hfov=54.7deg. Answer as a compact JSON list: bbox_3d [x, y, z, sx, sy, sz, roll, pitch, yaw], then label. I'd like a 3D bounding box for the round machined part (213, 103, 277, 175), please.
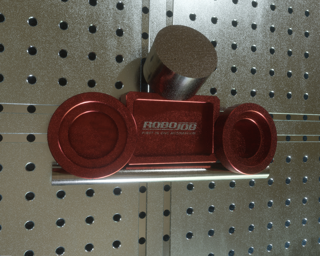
[{"bbox_3d":[0.114,0.015,0.436,0.099,0.042,0.097,1,88,-28],"label":"round machined part"}]

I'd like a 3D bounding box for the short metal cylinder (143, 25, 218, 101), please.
[{"bbox_3d":[0.024,-0.081,0.389,0.081,0.050,0.080,9,61,-16],"label":"short metal cylinder"}]

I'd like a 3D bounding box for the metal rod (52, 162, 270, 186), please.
[{"bbox_3d":[0.015,0.059,0.414,0.302,0.025,0.025,2,90,-20],"label":"metal rod"}]

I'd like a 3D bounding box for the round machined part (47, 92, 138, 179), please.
[{"bbox_3d":[-0.078,0.009,0.366,0.099,0.042,0.097,1,87,-12],"label":"round machined part"}]

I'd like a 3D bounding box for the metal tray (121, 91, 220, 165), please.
[{"bbox_3d":[0.015,0.001,0.411,0.131,0.030,0.089,1,90,-21],"label":"metal tray"}]
